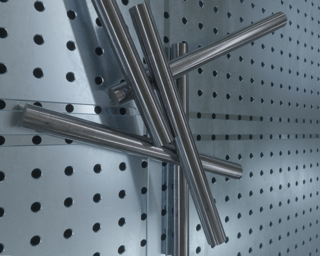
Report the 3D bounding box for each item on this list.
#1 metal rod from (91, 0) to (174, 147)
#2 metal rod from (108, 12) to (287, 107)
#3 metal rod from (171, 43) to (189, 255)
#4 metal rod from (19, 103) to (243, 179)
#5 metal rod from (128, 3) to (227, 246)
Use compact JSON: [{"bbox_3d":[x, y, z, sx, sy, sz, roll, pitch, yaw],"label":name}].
[{"bbox_3d":[-0.053,-0.119,0.339,0.025,0.025,0.299,-29,101,-36],"label":"metal rod"},{"bbox_3d":[0.067,-0.103,0.424,0.302,0.025,0.025,-29,109,-23],"label":"metal rod"},{"bbox_3d":[0.028,0.033,0.434,0.025,0.025,0.298,-1,90,-40],"label":"metal rod"},{"bbox_3d":[-0.010,0.026,0.379,0.302,0.025,0.025,17,79,-32],"label":"metal rod"},{"bbox_3d":[0.024,0.002,0.372,0.025,0.025,0.298,-25,100,-38],"label":"metal rod"}]
